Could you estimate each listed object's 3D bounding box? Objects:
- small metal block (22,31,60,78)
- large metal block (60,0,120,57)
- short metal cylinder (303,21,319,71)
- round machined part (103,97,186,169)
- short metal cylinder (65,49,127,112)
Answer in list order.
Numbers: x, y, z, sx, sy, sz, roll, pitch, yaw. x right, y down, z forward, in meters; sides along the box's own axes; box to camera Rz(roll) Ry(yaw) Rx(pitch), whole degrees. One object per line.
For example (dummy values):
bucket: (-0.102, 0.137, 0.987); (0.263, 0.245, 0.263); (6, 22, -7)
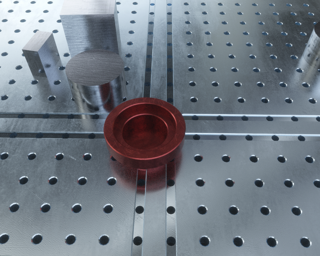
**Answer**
small metal block: (-0.185, -0.116, 0.488); (0.025, 0.050, 0.050); (9, 51, 8)
large metal block: (-0.110, -0.163, 0.508); (0.081, 0.080, 0.050); (-2, 50, -2)
short metal cylinder: (0.284, -0.134, 0.505); (0.080, 0.050, 0.080); (0, 50, 0)
round machined part: (-0.018, 0.010, 0.388); (0.099, 0.042, 0.098); (0, 50, 0)
short metal cylinder: (-0.091, -0.070, 0.449); (0.080, 0.050, 0.080); (0, 50, 0)
